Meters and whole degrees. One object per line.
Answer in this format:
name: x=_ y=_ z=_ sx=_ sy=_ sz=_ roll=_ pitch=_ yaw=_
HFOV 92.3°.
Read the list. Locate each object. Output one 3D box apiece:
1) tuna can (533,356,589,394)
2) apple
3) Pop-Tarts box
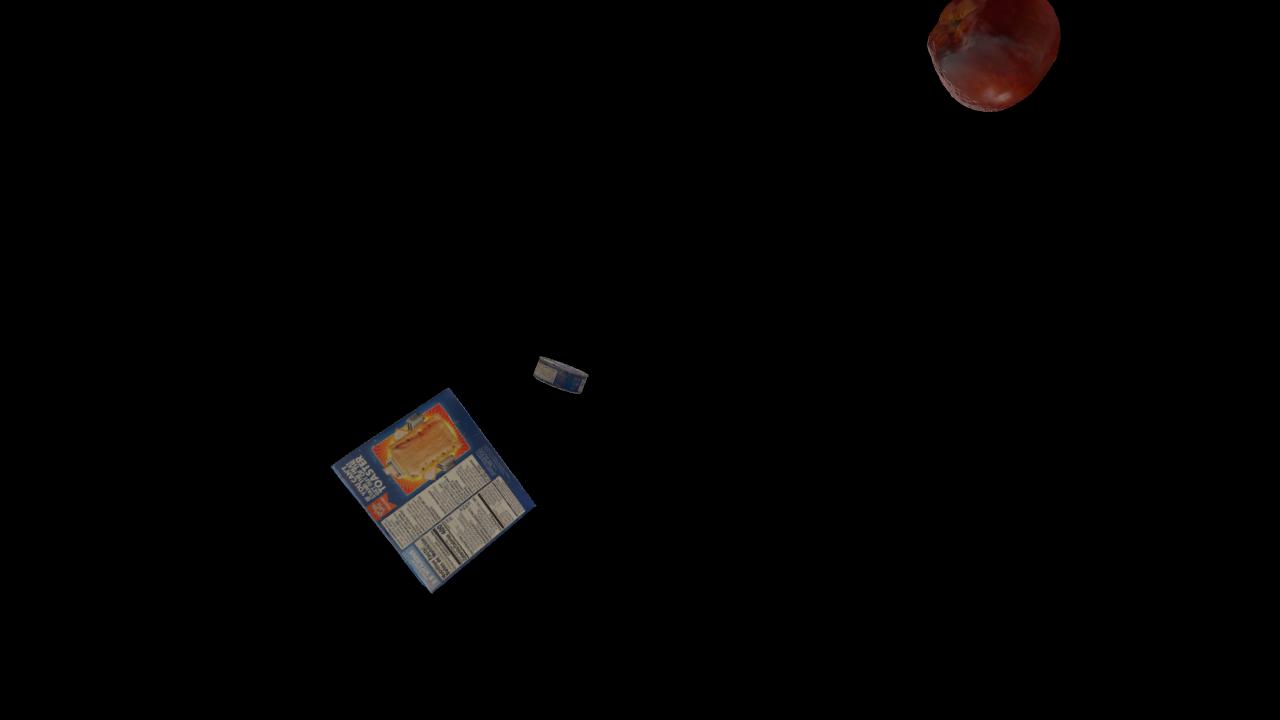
tuna can: x=-0.126 y=0.025 z=0.981 sx=0.084 sy=0.034 sz=0.084 roll=21 pitch=2 yaw=-1
apple: x=0.256 y=-0.226 z=0.447 sx=0.093 sy=0.079 sz=0.079 roll=16 pitch=-8 yaw=-27
Pop-Tarts box: x=-0.228 y=0.140 z=0.683 sx=0.141 sy=0.167 sz=0.083 roll=-38 pitch=7 yaw=-28
